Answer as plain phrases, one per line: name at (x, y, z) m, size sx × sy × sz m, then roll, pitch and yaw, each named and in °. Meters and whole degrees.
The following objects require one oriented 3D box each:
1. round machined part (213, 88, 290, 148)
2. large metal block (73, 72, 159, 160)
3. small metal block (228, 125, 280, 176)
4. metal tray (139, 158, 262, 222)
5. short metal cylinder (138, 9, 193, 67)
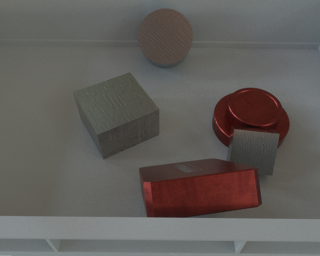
round machined part at (0.121, -0.016, 0.409) m, size 0.099 × 0.042 × 0.098 m, roll 0°, pitch 50°, yaw 0°
large metal block at (-0.056, -0.018, 0.403) m, size 0.081 × 0.050 × 0.080 m, roll -24°, pitch 54°, yaw -19°
small metal block at (0.108, 0.026, 0.366) m, size 0.050 × 0.050 × 0.025 m, roll 6°, pitch 12°, yaw 5°
metal tray at (0.028, 0.053, 0.298) m, size 0.091 × 0.130 × 0.030 m, roll -6°, pitch 88°, yaw -6°
short metal cylinder at (0.009, -0.135, 0.476) m, size 0.081 × 0.050 × 0.079 m, roll 0°, pitch 94°, yaw 1°
